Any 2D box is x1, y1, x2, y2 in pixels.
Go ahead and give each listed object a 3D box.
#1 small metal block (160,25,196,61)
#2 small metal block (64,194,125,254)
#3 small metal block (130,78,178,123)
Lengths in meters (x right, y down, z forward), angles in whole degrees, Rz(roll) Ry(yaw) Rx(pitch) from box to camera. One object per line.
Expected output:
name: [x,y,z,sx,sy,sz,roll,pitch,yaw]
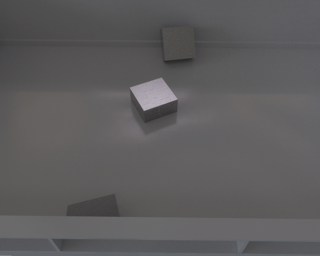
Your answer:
small metal block: [0.029,-0.136,0.500,0.050,0.050,0.025,-7,12,-6]
small metal block: [-0.065,0.093,0.310,0.050,0.025,0.050,-12,15,-10]
small metal block: [-0.009,-0.040,0.438,0.050,0.025,0.050,-20,53,-16]
